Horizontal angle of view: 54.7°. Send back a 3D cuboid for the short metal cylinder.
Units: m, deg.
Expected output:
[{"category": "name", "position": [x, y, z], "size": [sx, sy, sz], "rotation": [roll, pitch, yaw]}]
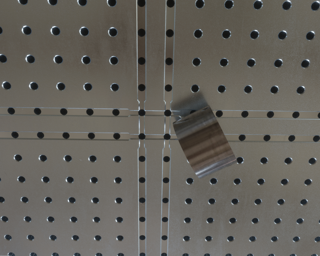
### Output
[{"category": "short metal cylinder", "position": [0.057, 0.018, 0.391], "size": [0.050, 0.080, 0.080], "rotation": [-26, 108, 9]}]
